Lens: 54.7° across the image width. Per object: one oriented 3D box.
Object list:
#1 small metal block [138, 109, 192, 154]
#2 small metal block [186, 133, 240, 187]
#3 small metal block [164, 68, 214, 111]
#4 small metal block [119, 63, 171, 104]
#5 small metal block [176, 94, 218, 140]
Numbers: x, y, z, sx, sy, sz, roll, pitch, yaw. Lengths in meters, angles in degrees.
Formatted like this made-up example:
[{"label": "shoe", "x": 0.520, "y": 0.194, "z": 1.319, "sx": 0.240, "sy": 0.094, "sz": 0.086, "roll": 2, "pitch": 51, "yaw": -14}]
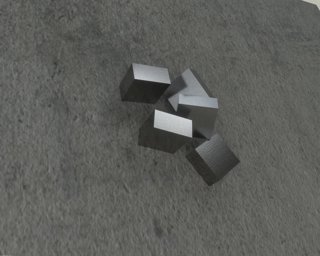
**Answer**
[{"label": "small metal block", "x": 0.006, "y": 0.006, "z": 0.389, "sx": 0.050, "sy": 0.050, "sz": 0.025, "roll": 16, "pitch": 56, "yaw": -20}, {"label": "small metal block", "x": 0.072, "y": 0.042, "z": 0.419, "sx": 0.050, "sy": 0.025, "sz": 0.050, "roll": -31, "pitch": 79, "yaw": -38}, {"label": "small metal block", "x": 0.040, "y": -0.048, "z": 0.436, "sx": 0.050, "sy": 0.050, "sz": 0.025, "roll": 57, "pitch": 23, "yaw": 12}, {"label": "small metal block", "x": -0.021, "y": -0.058, "z": 0.413, "sx": 0.050, "sy": 0.050, "sz": 0.025, "roll": 4, "pitch": 60, "yaw": -27}, {"label": "small metal block", "x": 0.047, "y": -0.015, "z": 0.411, "sx": 0.050, "sy": 0.050, "sz": 0.025, "roll": 7, "pitch": 36, "yaw": 0}]
